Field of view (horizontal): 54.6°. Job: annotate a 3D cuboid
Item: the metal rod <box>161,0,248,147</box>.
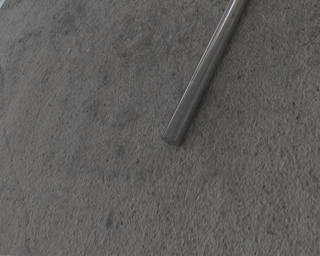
[{"bbox_3d":[0.077,-0.111,0.431,0.025,0.025,0.300,15,69,34],"label":"metal rod"}]
